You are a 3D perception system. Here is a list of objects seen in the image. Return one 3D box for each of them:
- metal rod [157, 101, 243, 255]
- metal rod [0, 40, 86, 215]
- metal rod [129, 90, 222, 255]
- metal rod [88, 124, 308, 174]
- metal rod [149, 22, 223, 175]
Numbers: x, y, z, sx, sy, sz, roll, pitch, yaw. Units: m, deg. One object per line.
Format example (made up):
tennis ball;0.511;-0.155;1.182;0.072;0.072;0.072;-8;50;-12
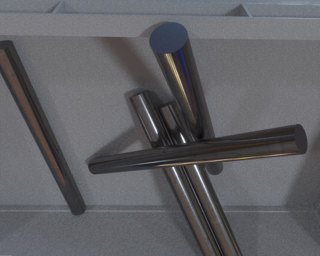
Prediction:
metal rod;0.069;0.104;0.417;0.025;0.025;0.299;-21;102;16
metal rod;-0.154;0.024;0.427;0.025;0.025;0.298;-5;130;4
metal rod;0.034;0.091;0.409;0.025;0.025;0.299;-21;103;16
metal rod;0.009;0.033;0.355;0.299;0.025;0.025;-13;135;44
metal rod;0.044;0.000;0.330;0.025;0.025;0.300;-13;154;10
